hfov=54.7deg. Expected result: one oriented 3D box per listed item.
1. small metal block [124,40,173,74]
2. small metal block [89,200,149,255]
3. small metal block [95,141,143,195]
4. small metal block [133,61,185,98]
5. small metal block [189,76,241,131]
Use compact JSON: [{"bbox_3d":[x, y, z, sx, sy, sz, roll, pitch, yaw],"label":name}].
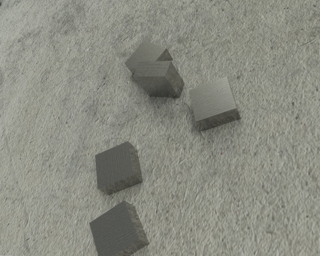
[{"bbox_3d":[-0.018,-0.102,0.476,0.050,0.025,0.050,32,79,38],"label":"small metal block"},{"bbox_3d":[-0.047,0.121,0.355,0.050,0.025,0.050,-34,51,6],"label":"small metal block"},{"bbox_3d":[-0.054,0.052,0.400,0.050,0.025,0.050,-23,53,14],"label":"small metal block"},{"bbox_3d":[-0.001,-0.067,0.429,0.050,0.050,0.025,6,65,31],"label":"small metal block"},{"bbox_3d":[0.068,-0.030,0.387,0.050,0.025,0.050,-19,54,17],"label":"small metal block"}]
